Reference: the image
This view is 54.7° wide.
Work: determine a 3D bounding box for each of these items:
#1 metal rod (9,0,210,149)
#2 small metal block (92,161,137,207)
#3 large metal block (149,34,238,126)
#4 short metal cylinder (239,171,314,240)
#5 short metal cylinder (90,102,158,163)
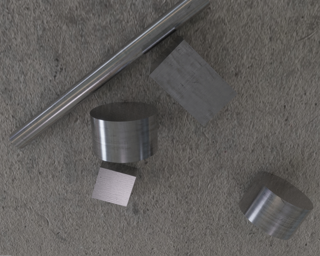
[{"bbox_3d":[-0.070,-0.067,0.384,0.300,0.025,0.025,-35,107,12],"label":"metal rod"},{"bbox_3d":[-0.064,0.077,0.438,0.050,0.025,0.050,16,109,-6],"label":"small metal block"},{"bbox_3d":[0.035,-0.059,0.359,0.080,0.080,0.050,42,105,-14],"label":"large metal block"},{"bbox_3d":[0.156,0.103,0.420,0.080,0.080,0.050,23,109,-9],"label":"short metal cylinder"},{"bbox_3d":[-0.043,0.002,0.381,0.081,0.080,0.050,-1,110,0],"label":"short metal cylinder"}]
